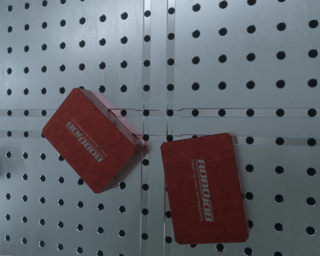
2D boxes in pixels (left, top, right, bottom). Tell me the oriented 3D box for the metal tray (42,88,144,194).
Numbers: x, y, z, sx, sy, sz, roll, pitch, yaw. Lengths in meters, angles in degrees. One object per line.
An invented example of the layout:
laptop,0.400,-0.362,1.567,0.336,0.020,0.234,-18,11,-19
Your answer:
metal tray,-0.098,0.017,0.444,0.130,0.030,0.090,44,104,14

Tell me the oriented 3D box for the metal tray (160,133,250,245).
metal tray,0.056,0.076,0.390,0.090,0.030,0.129,-10,87,19
